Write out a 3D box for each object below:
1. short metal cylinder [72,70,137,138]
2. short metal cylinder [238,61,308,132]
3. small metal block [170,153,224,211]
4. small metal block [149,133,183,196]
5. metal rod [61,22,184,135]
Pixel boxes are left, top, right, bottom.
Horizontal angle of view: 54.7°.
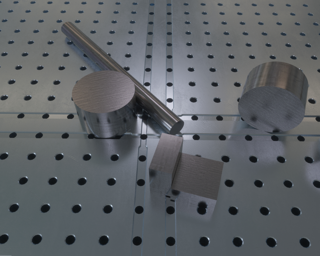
[{"bbox_3d":[-0.073,-0.033,0.418,0.081,0.050,0.080,0,50,0],"label":"short metal cylinder"},{"bbox_3d":[0.148,-0.040,0.406,0.080,0.080,0.050,17,52,13],"label":"short metal cylinder"},{"bbox_3d":[0.043,0.061,0.357,0.050,0.025,0.050,13,51,10],"label":"small metal block"},{"bbox_3d":[0.007,0.042,0.356,0.025,0.050,0.050,13,51,10],"label":"small metal block"},{"bbox_3d":[-0.072,-0.090,0.482,0.025,0.025,0.300,-32,57,-24],"label":"metal rod"}]
